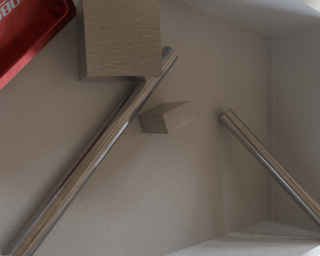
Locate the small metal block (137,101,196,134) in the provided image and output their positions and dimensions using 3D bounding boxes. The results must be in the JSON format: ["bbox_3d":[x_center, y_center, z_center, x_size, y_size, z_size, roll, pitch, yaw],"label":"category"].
[{"bbox_3d":[0.008,-0.014,0.399,0.050,0.050,0.025,-28,108,-37],"label":"small metal block"}]

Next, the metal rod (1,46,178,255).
[{"bbox_3d":[-0.062,0.012,0.355,0.025,0.025,0.301,49,61,-29],"label":"metal rod"}]

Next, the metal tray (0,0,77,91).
[{"bbox_3d":[-0.137,-0.099,0.262,0.130,0.030,0.090,-57,153,-25],"label":"metal tray"}]

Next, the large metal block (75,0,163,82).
[{"bbox_3d":[-0.046,-0.094,0.339,0.081,0.050,0.079,-4,93,-24],"label":"large metal block"}]

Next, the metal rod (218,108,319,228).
[{"bbox_3d":[0.205,0.086,0.500,0.300,0.025,0.025,47,58,0],"label":"metal rod"}]
